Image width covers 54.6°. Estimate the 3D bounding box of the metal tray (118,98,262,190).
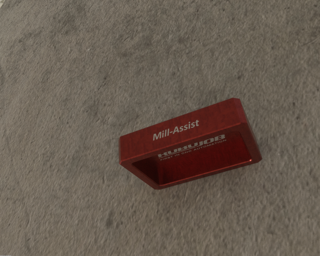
[{"bbox_3d":[0.033,0.023,0.330,0.130,0.090,0.030,-19,55,17],"label":"metal tray"}]
